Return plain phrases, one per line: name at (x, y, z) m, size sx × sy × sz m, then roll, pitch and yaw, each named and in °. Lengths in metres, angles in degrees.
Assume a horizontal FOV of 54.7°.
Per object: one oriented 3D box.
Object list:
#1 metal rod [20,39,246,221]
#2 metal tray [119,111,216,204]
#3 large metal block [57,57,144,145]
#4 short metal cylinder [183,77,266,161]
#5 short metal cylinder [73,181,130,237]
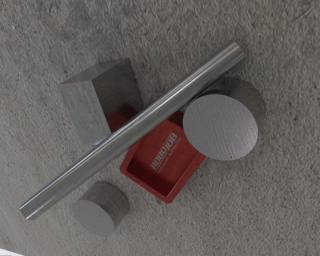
metal rod at (-0.037, 0.009, 0.342) m, size 0.300 × 0.025 × 0.025 m, roll -37°, pitch 98°, yaw 9°
metal tray at (0.006, 0.036, 0.422) m, size 0.090 × 0.030 × 0.129 m, roll 33°, pitch 129°, yaw 6°
large metal block at (-0.067, -0.034, 0.386) m, size 0.050 × 0.080 × 0.080 m, roll -3°, pitch 117°, yaw 29°
short metal cylinder at (0.072, -0.011, 0.346) m, size 0.080 × 0.050 × 0.079 m, roll 13°, pitch 124°, yaw 21°
short metal cylinder at (-0.099, 0.137, 0.528) m, size 0.080 × 0.050 × 0.079 m, roll 13°, pitch 124°, yaw 21°
